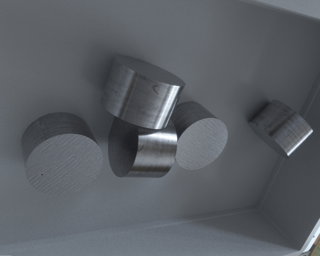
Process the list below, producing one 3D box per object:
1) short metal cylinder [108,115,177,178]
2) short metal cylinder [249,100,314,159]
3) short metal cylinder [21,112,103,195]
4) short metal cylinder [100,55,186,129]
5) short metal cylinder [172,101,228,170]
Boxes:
[{"bbox_3d":[-0.023,0.020,0.374,0.050,0.080,0.079,7,115,-32],"label":"short metal cylinder"},{"bbox_3d":[0.186,0.002,0.478,0.050,0.080,0.080,-45,130,3],"label":"short metal cylinder"},{"bbox_3d":[-0.111,0.029,0.351,0.081,0.050,0.079,-14,125,-21],"label":"short metal cylinder"},{"bbox_3d":[-0.019,-0.040,0.339,0.081,0.080,0.050,10,113,-33],"label":"short metal cylinder"},{"bbox_3d":[0.045,0.010,0.425,0.081,0.050,0.079,-14,125,-21],"label":"short metal cylinder"}]
